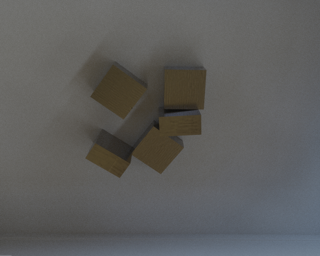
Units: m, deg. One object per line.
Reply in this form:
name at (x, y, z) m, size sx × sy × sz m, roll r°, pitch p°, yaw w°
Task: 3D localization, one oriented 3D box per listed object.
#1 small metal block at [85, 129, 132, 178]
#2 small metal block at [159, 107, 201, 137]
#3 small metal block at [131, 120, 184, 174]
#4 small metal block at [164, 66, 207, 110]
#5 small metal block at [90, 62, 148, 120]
small metal block at (-0.065, 0.032, 0.409) m, size 0.050 × 0.050 × 0.025 m, roll 32°, pitch 107°, yaw -12°
small metal block at (0.024, -0.010, 0.394) m, size 0.050 × 0.050 × 0.025 m, roll -3°, pitch 108°, yaw 0°
small metal block at (-0.004, 0.026, 0.421) m, size 0.050 × 0.025 × 0.050 m, roll 36°, pitch 106°, yaw -13°
small metal block at (0.031, -0.051, 0.393) m, size 0.050 × 0.025 × 0.050 m, roll 1°, pitch 110°, yaw -1°
small metal block at (-0.051, -0.048, 0.393) m, size 0.050 × 0.025 × 0.050 m, roll 35°, pitch 106°, yaw -13°
